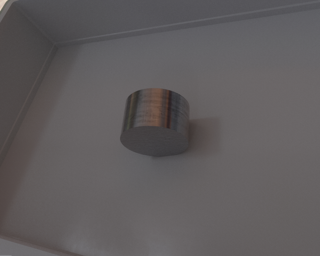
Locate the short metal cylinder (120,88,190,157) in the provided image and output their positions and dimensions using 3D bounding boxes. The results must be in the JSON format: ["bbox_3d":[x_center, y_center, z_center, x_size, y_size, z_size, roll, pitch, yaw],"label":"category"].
[{"bbox_3d":[-0.005,-0.004,0.377,0.080,0.080,0.050,-9,58,23],"label":"short metal cylinder"}]
